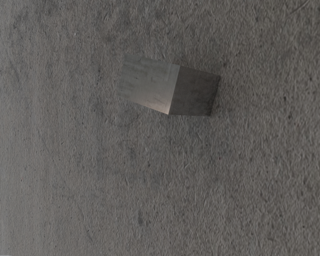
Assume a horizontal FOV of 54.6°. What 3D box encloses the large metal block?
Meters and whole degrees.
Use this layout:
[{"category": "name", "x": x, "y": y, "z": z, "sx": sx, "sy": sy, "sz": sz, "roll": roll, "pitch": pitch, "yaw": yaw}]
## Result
[{"category": "large metal block", "x": 0.011, "y": -0.049, "z": 0.361, "sx": 0.080, "sy": 0.081, "sz": 0.050, "roll": 22, "pitch": 104, "yaw": 38}]
